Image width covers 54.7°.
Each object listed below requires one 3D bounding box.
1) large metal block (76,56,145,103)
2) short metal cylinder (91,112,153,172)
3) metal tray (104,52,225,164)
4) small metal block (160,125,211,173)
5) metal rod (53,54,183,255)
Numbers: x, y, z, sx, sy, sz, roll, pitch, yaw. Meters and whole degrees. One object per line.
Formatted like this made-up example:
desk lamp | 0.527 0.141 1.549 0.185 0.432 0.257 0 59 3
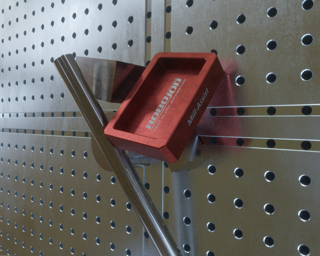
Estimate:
large metal block | -0.059 -0.063 0.420 0.080 0.081 0.050 15 100 38
short metal cylinder | -0.051 0.018 0.433 0.080 0.050 0.079 0 90 39
metal tray | 0.006 -0.030 0.353 0.090 0.030 0.130 12 61 39
small metal block | 0.026 0.023 0.370 0.025 0.050 0.050 -43 64 31
metal rod | -0.047 0.048 0.382 0.025 0.025 0.299 -26 94 37
